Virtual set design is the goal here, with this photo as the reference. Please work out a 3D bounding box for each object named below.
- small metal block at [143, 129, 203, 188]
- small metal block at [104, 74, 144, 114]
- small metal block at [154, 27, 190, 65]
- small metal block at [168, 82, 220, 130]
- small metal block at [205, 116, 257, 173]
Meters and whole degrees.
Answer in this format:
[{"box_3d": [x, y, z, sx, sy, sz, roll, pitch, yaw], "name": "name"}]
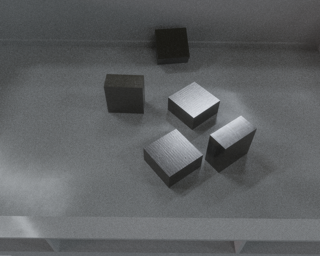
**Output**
[{"box_3d": [0.015, 0.036, 0.375, 0.050, 0.025, 0.050, -30, 57, -23], "name": "small metal block"}, {"box_3d": [-0.047, -0.046, 0.427, 0.050, 0.050, 0.025, 2, 50, 1], "name": "small metal block"}, {"box_3d": [0.019, -0.133, 0.503, 0.050, 0.025, 0.050, -5, 81, -5], "name": "small metal block"}, {"box_3d": [0.047, -0.032, 0.433, 0.050, 0.025, 0.050, -33, 58, -25], "name": "small metal block"}, {"box_3d": [0.084, 0.020, 0.373, 0.050, 0.050, 0.025, -29, 56, -23], "name": "small metal block"}]
